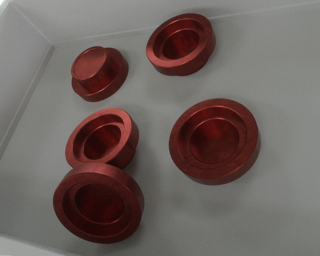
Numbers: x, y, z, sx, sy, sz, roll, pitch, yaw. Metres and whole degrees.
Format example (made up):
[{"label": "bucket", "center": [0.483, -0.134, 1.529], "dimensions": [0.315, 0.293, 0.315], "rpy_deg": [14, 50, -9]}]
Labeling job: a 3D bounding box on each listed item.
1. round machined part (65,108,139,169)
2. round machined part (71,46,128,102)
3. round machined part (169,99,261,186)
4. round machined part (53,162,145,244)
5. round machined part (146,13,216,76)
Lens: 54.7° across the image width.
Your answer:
[{"label": "round machined part", "center": [-0.071, 0.024, 0.410], "dimensions": [0.098, 0.042, 0.098], "rpy_deg": [-15, 47, 17]}, {"label": "round machined part", "center": [-0.105, -0.094, 0.505], "dimensions": [0.098, 0.042, 0.098], "rpy_deg": [-13, 56, 20]}, {"label": "round machined part", "center": [0.063, 0.018, 0.350], "dimensions": [0.098, 0.042, 0.098], "rpy_deg": [-13, 56, 20]}, {"label": "round machined part", "center": [-0.066, 0.081, 0.354], "dimensions": [0.098, 0.098, 0.042], "rpy_deg": [-20, 21, 16]}, {"label": "round machined part", "center": [0.033, -0.114, 0.446], "dimensions": [0.098, 0.042, 0.098], "rpy_deg": [-13, 56, 20]}]
